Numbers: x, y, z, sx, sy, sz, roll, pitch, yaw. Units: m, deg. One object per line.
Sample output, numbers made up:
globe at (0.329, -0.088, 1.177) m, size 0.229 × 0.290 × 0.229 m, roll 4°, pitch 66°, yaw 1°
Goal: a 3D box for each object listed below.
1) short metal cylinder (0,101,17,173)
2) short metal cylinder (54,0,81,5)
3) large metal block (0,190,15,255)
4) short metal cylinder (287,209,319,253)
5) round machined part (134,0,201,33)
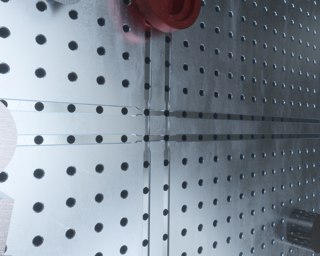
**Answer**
short metal cylinder at (-0.167, 0.007, 0.253) m, size 0.081 × 0.050 × 0.079 m, roll 0°, pitch 90°, yaw -40°
short metal cylinder at (-0.094, -0.167, 0.294) m, size 0.080 × 0.080 × 0.050 m, roll 44°, pitch 64°, yaw -32°
large metal block at (-0.174, 0.092, 0.248) m, size 0.081 × 0.050 × 0.080 m, roll 14°, pitch 82°, yaw -39°
short metal cylinder at (0.312, 0.216, 0.655) m, size 0.081 × 0.050 × 0.079 m, roll 0°, pitch 90°, yaw -40°
round machined part at (0.005, -0.173, 0.402) m, size 0.099 × 0.042 × 0.097 m, roll 0°, pitch 90°, yaw -40°
